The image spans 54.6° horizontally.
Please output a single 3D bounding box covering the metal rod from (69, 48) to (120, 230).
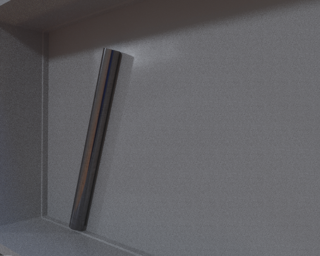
[{"bbox_3d":[-0.107,0.024,0.496,0.025,0.025,0.298,22,104,38],"label":"metal rod"}]
